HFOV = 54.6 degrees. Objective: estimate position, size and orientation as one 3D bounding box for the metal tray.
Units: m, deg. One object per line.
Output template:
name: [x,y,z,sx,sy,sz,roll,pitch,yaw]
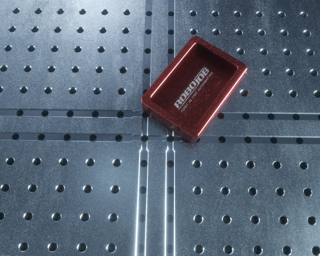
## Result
metal tray: [0.047,-0.056,0.429,0.090,0.030,0.130,35,73,11]
